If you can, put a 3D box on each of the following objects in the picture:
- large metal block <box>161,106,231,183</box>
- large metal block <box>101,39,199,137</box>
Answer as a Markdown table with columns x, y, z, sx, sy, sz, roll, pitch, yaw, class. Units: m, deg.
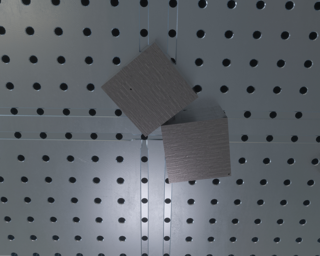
| x | y | z | sx | sy | sz | roll | pitch | yaw | class |
| --- | --- | --- | --- | --- | --- | --- | --- | --- | --- |
| 0.046 | 0.021 | 0.408 | 0.080 | 0.050 | 0.080 | -7 | 110 | 2 | large metal block |
| -0.012 | -0.050 | 0.381 | 0.080 | 0.050 | 0.080 | -37 | 106 | 12 | large metal block |
